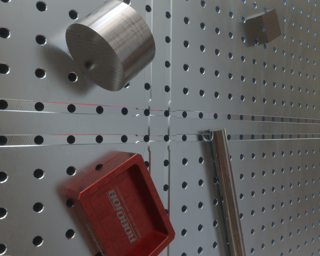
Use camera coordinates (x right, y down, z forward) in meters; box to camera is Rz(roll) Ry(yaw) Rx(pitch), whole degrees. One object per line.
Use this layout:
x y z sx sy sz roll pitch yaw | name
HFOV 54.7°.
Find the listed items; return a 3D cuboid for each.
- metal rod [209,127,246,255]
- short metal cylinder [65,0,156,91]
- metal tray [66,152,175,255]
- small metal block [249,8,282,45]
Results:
0.118 0.146 0.507 0.025 0.025 0.298 -19 102 -38 | metal rod
-0.052 -0.086 0.329 0.050 0.080 0.080 -48 119 -29 | short metal cylinder
-0.041 0.105 0.371 0.091 0.030 0.129 -34 111 -35 | metal tray
0.196 -0.187 0.572 0.050 0.025 0.050 -34 111 -35 | small metal block
